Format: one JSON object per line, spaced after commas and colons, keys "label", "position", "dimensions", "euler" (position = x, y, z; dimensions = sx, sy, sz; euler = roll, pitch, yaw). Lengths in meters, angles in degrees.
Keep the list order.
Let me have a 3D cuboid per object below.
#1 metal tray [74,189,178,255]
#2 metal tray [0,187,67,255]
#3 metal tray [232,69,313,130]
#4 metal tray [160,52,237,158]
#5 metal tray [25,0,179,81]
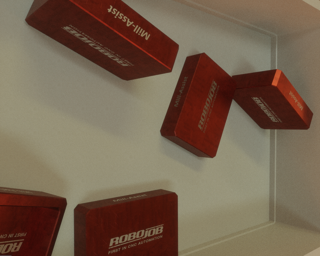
{"label": "metal tray", "position": [-0.036, 0.129, 0.374], "dimensions": [0.131, 0.030, 0.089], "euler": [-1, 91, -40]}
{"label": "metal tray", "position": [-0.132, 0.094, 0.247], "dimensions": [0.130, 0.030, 0.090], "euler": [49, 54, -69]}
{"label": "metal tray", "position": [0.184, -0.042, 0.517], "dimensions": [0.130, 0.090, 0.030], "euler": [37, 67, -34]}
{"label": "metal tray", "position": [0.060, -0.032, 0.454], "dimensions": [0.090, 0.030, 0.130], "euler": [31, 71, -36]}
{"label": "metal tray", "position": [-0.056, -0.095, 0.316], "dimensions": [0.131, 0.090, 0.030], "euler": [27, 73, -37]}
